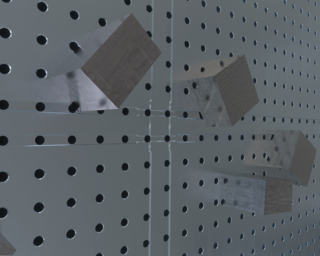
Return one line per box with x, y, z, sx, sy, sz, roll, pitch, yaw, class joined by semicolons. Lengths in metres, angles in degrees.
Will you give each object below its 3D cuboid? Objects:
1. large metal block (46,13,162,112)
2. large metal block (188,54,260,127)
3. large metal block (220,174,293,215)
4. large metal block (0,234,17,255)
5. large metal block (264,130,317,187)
-0.059;-0.065;0.323;0.050;0.080;0.080;49;61;-29;large metal block
0.099;-0.057;0.475;0.080;0.050;0.080;-37;113;-34;large metal block
0.156;0.105;0.503;0.081;0.080;0.050;8;85;-40;large metal block
-0.180;0.107;0.242;0.080;0.050;0.080;48;62;-29;large metal block
0.257;0.059;0.606;0.080;0.050;0.080;37;67;-34;large metal block
